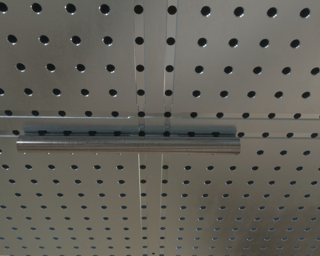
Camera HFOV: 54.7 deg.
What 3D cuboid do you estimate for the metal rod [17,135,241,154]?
[{"bbox_3d":[-0.041,0.023,0.430,0.302,0.025,0.025,1,130,-1],"label":"metal rod"}]
